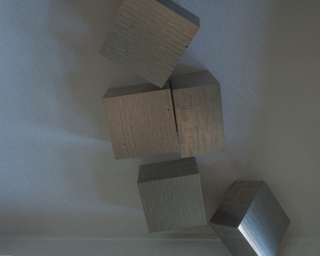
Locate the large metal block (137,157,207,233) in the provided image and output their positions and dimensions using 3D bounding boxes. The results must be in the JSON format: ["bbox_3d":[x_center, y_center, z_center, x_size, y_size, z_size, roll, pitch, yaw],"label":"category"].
[{"bbox_3d":[0.017,0.092,0.432,0.080,0.050,0.079,-10,110,3],"label":"large metal block"}]

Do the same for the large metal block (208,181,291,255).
[{"bbox_3d":[0.125,0.129,0.425,0.050,0.080,0.080,-13,118,52],"label":"large metal block"}]

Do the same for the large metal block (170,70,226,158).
[{"bbox_3d":[0.044,-0.020,0.375,0.050,0.080,0.079,-8,110,2],"label":"large metal block"}]

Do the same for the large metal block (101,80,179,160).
[{"bbox_3d":[-0.022,-0.011,0.394,0.080,0.050,0.079,-8,110,2],"label":"large metal block"}]

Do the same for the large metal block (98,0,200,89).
[{"bbox_3d":[-0.011,-0.105,0.351,0.080,0.050,0.080,28,120,-11],"label":"large metal block"}]
